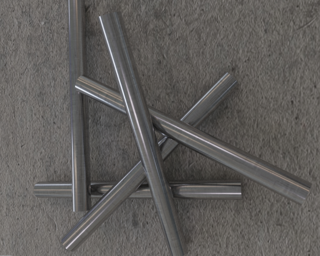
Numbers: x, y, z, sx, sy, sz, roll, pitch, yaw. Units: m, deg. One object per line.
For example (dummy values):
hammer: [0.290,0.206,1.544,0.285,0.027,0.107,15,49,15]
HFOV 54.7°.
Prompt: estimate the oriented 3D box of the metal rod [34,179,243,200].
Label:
metal rod: [-0.042,0.084,0.423,0.301,0.025,0.025,-4,89,19]

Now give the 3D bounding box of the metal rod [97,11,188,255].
metal rod: [-0.014,0.022,0.360,0.025,0.025,0.298,-9,107,20]

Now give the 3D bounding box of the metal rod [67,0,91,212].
metal rod: [-0.113,-0.038,0.434,0.025,0.025,0.298,-6,82,20]

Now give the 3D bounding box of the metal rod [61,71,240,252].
metal rod: [-0.016,0.046,0.393,0.300,0.025,0.025,-46,76,6]

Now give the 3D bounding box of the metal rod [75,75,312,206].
metal rod: [0.020,0.003,0.362,0.300,0.025,0.025,27,99,22]
